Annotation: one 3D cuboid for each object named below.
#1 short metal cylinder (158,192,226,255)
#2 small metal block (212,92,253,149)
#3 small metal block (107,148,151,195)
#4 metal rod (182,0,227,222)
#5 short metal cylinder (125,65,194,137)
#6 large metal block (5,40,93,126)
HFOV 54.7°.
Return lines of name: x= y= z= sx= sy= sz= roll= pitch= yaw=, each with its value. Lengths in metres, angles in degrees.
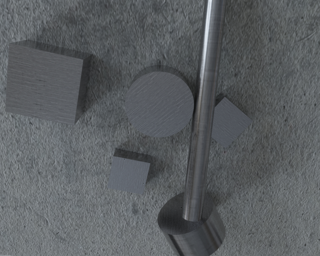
short metal cylinder: x=0.044 y=0.132 z=0.428 sx=0.080 sy=0.080 sz=0.050 roll=-22 pitch=114 yaw=8
small metal block: x=0.083 y=-0.010 z=0.407 sx=0.050 sy=0.025 sz=0.050 roll=38 pitch=105 yaw=-13
small metal block: x=-0.043 y=0.061 z=0.432 sx=0.050 sy=0.025 sz=0.050 roll=12 pitch=110 yaw=-5
metal rod: x=0.053 y=-0.034 z=0.368 sx=0.025 sy=0.025 sz=0.298 roll=5 pitch=99 yaw=-2
short metal cylinder: x=-0.001 y=-0.035 z=0.384 sx=0.081 sy=0.050 sz=0.079 roll=0 pitch=110 yaw=0
large metal block: x=-0.133 y=-0.056 z=0.375 sx=0.081 sy=0.050 sz=0.079 roll=12 pitch=110 yaw=-5
